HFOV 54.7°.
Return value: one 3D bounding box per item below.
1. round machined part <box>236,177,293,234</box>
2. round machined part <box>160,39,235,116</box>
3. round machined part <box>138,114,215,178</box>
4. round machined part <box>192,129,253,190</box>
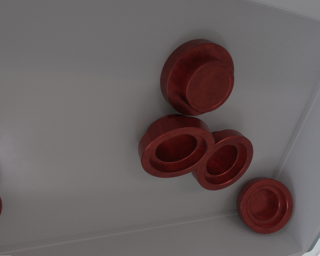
[{"bbox_3d":[0.186,0.138,0.565,0.099,0.042,0.097,0,90,-9],"label":"round machined part"},{"bbox_3d":[0.054,-0.058,0.391,0.099,0.042,0.097,-14,124,-21],"label":"round machined part"},{"bbox_3d":[0.019,0.020,0.409,0.099,0.042,0.097,-11,137,-10],"label":"round machined part"},{"bbox_3d":[0.090,0.044,0.473,0.099,0.042,0.097,-14,124,-21],"label":"round machined part"}]
